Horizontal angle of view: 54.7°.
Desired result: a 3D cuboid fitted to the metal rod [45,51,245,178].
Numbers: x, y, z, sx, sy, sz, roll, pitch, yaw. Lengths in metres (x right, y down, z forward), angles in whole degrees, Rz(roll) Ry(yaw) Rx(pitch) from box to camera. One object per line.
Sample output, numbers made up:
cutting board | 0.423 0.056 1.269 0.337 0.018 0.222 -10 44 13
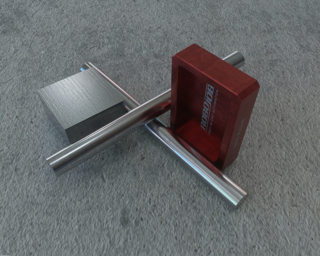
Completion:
metal rod | -0.001 -0.029 0.396 0.302 0.025 0.025 -32 57 -25

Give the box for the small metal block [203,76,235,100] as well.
small metal block | 0.083 -0.054 0.451 0.050 0.025 0.050 -29 56 -22

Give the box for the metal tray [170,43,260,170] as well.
metal tray | 0.054 -0.019 0.352 0.030 0.129 0.090 -36 59 -25

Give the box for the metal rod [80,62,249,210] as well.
metal rod | -0.012 -0.005 0.409 0.025 0.025 0.300 -35 58 -26

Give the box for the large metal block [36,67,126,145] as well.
large metal block | -0.100 -0.025 0.407 0.081 0.050 0.080 -30 56 -23
